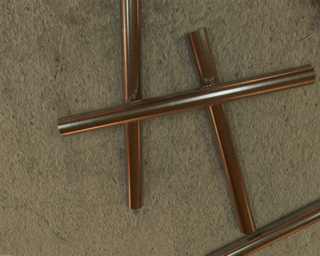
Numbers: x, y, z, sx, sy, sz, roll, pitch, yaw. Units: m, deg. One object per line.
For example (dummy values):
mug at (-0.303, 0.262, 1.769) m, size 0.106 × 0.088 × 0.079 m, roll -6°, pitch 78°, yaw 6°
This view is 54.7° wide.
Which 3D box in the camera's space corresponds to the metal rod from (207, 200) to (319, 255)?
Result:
metal rod at (0.203, 0.141, 0.463) m, size 0.300 × 0.025 × 0.025 m, roll -31°, pitch 107°, yaw 10°

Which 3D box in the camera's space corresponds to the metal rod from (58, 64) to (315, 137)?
metal rod at (0.027, -0.032, 0.370) m, size 0.302 × 0.025 × 0.025 m, roll -12°, pitch 110°, yaw 4°

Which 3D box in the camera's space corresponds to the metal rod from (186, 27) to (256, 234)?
metal rod at (0.087, 0.018, 0.416) m, size 0.025 × 0.025 × 0.298 m, roll -17°, pitch 110°, yaw 6°

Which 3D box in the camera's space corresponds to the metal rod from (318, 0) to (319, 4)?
metal rod at (0.175, -0.173, 0.347) m, size 0.025 × 0.025 × 0.300 m, roll -39°, pitch 106°, yaw 13°

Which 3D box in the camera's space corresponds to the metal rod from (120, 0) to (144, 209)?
metal rod at (-0.035, -0.029, 0.398) m, size 0.025 × 0.025 × 0.298 m, roll 0°, pitch 110°, yaw 0°
